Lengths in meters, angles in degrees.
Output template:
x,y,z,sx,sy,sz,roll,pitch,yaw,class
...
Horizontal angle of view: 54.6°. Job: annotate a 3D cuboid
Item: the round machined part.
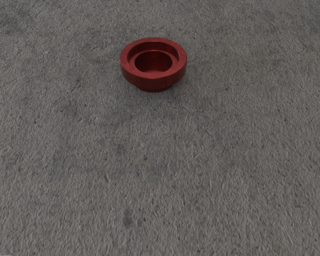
x,y,z,sx,sy,sz,roll,pitch,yaw,class
-0.009,-0.091,0.469,0.099,0.042,0.098,0,50,0,round machined part
